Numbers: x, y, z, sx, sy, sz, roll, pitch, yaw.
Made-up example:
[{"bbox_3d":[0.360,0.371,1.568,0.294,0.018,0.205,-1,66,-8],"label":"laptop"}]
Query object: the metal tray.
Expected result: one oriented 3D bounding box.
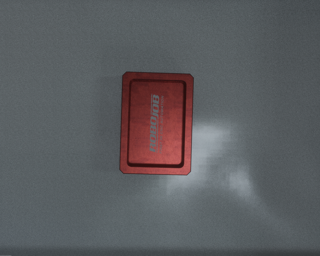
[{"bbox_3d":[-0.004,-0.006,0.406,0.091,0.030,0.129,2,90,-1],"label":"metal tray"}]
